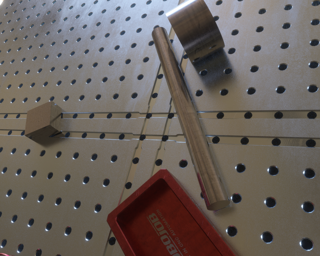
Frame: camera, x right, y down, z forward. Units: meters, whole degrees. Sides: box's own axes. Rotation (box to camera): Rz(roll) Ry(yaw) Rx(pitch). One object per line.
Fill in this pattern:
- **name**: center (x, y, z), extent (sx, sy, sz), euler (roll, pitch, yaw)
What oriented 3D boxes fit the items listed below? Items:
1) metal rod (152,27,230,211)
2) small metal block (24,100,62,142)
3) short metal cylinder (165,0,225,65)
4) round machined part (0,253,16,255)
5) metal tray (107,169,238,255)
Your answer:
- **metal rod**: center (0.030, -0.036, 0.413), extent (0.025, 0.025, 0.299), euler (-24, 53, 13)
- **small metal block**: center (-0.193, -0.011, 0.514), extent (0.050, 0.025, 0.050), euler (-21, 54, 15)
- **short metal cylinder**: center (0.049, -0.135, 0.430), extent (0.050, 0.080, 0.080), euler (-28, 53, 11)
- **round machined part**: center (-0.191, 0.205, 0.370), extent (0.098, 0.042, 0.098), euler (-13, 56, 20)
- **metal tray**: center (0.010, 0.118, 0.326), extent (0.090, 0.030, 0.130), euler (-41, 51, -1)
